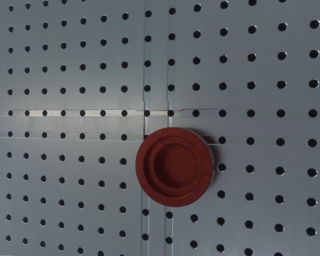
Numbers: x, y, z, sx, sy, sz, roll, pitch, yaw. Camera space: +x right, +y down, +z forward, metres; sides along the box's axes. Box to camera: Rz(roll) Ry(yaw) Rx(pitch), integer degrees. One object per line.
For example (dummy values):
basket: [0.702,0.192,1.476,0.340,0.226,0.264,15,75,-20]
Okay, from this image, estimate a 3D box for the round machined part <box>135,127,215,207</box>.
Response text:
round machined part: [0.022,0.048,0.396,0.098,0.042,0.097,0,90,20]
